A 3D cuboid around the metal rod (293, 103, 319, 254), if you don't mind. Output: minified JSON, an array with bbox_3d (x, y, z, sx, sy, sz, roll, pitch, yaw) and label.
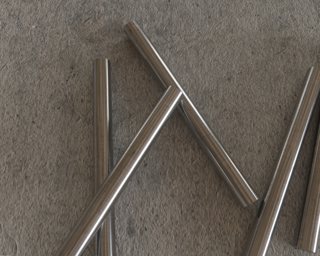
[{"bbox_3d":[0.216,0.008,0.406,0.025,0.025,0.300,18,71,6],"label":"metal rod"}]

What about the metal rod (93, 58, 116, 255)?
[{"bbox_3d":[-0.071,0.047,0.390,0.025,0.025,0.299,-4,70,-2],"label":"metal rod"}]

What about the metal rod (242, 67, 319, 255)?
[{"bbox_3d":[0.157,0.049,0.391,0.025,0.025,0.300,24,72,8],"label":"metal rod"}]

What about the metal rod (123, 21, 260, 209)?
[{"bbox_3d":[0.033,-0.030,0.418,0.025,0.025,0.299,-29,73,-10],"label":"metal rod"}]

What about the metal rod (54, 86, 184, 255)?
[{"bbox_3d":[-0.058,0.073,0.353,0.025,0.025,0.300,29,71,10],"label":"metal rod"}]
